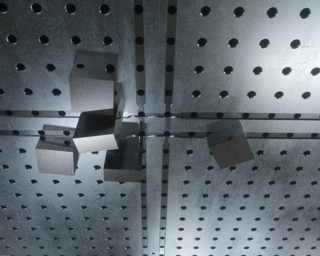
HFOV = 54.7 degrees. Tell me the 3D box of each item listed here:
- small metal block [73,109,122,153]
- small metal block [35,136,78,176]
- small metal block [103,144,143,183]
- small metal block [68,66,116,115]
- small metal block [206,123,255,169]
[{"bbox_3d":[-0.078,0.003,0.397,0.050,0.050,0.025,-7,130,5],"label":"small metal block"},{"bbox_3d":[-0.147,0.041,0.444,0.050,0.025,0.050,6,130,-6],"label":"small metal block"},{"bbox_3d":[-0.051,0.048,0.436,0.050,0.050,0.025,4,130,-4],"label":"small metal block"},{"bbox_3d":[-0.080,-0.044,0.373,0.050,0.025,0.050,5,130,-5],"label":"small metal block"},{"bbox_3d":[0.099,0.027,0.436,0.050,0.025,0.050,-21,128,16],"label":"small metal block"}]
